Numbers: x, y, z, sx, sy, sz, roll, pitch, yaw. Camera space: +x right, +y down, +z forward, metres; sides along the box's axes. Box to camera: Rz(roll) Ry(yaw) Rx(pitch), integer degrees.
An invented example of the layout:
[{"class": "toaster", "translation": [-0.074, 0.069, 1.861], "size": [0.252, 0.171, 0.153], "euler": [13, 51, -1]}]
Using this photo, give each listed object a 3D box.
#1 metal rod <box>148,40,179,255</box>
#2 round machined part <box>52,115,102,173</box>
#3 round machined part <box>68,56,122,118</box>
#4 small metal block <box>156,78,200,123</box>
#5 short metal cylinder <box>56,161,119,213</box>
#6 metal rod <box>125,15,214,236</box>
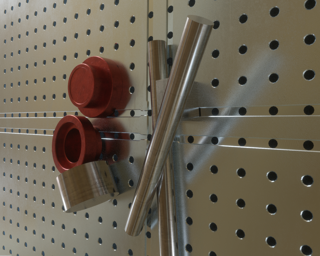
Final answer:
[{"class": "metal rod", "translation": [0.005, 0.035, 0.405], "size": [0.025, 0.025, 0.298], "euler": [-6, 86, 40]}, {"class": "round machined part", "translation": [-0.132, 0.029, 0.505], "size": [0.098, 0.042, 0.097], "euler": [-4, 84, 42]}, {"class": "round machined part", "translation": [-0.108, -0.064, 0.488], "size": [0.098, 0.042, 0.097], "euler": [0, 90, 40]}, {"class": "small metal block", "translation": [0.022, -0.032, 0.375], "size": [0.025, 0.050, 0.050], "euler": [-6, 87, 40]}, {"class": "short metal cylinder", "translation": [-0.108, 0.088, 0.463], "size": [0.080, 0.081, 0.050], "euler": [-34, 69, 35]}, {"class": "metal rod", "translation": [-0.001, 0.023, 0.356], "size": [0.025, 0.025, 0.298], "euler": [41, 130, 32]}]
